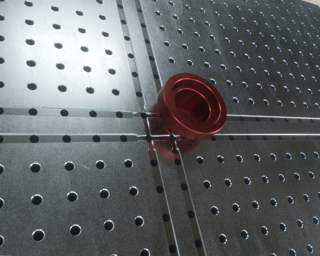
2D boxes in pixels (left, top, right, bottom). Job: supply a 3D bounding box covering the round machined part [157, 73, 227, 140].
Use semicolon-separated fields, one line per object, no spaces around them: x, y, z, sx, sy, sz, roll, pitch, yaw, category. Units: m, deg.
0.041;-0.026;0.434;0.099;0.042;0.098;13;56;-21;round machined part
